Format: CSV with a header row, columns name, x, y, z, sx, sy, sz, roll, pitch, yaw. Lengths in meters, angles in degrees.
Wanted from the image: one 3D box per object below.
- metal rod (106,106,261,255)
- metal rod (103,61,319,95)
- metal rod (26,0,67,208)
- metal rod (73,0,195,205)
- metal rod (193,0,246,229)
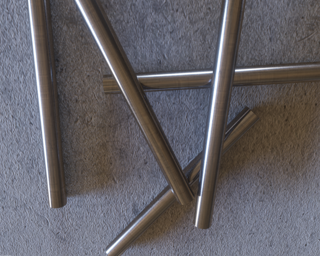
name,x,y,z,sx,sy,sz,roll,pitch,yaw
metal rod,0.024,0.086,0.441,0.025,0.025,0.299,39,105,-13
metal rod,0.082,-0.063,0.386,0.302,0.025,0.025,-3,110,1
metal rod,-0.143,-0.031,0.396,0.025,0.025,0.298,2,110,-1
metal rod,-0.027,-0.032,0.369,0.025,0.025,0.299,-23,109,8
metal rod,0.069,-0.007,0.379,0.025,0.025,0.298,4,110,-2
